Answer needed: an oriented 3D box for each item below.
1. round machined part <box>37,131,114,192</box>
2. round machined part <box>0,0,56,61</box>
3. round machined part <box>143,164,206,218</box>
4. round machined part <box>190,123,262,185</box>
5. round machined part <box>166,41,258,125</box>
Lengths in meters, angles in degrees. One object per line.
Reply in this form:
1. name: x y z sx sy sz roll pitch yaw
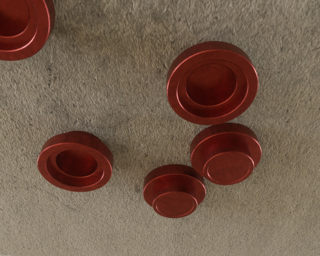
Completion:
1. round machined part: -0.114 0.042 0.431 0.099 0.042 0.097 0 130 0
2. round machined part: -0.150 -0.117 0.294 0.099 0.042 0.097 0 130 0
3. round machined part: 0.023 0.105 0.485 0.099 0.042 0.097 0 130 0
4. round machined part: 0.092 0.043 0.433 0.099 0.042 0.097 0 130 0
5. round machined part: 0.056 -0.053 0.351 0.099 0.042 0.097 0 130 0
